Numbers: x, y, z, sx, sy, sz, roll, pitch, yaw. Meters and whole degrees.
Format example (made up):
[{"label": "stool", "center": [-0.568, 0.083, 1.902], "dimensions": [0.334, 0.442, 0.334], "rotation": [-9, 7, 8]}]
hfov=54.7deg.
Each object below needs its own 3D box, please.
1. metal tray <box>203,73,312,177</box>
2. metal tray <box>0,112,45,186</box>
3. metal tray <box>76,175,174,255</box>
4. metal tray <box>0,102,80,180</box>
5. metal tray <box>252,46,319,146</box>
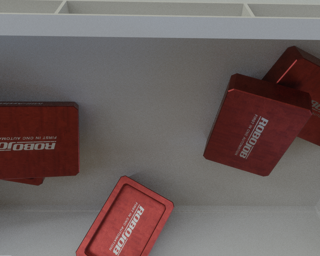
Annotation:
[{"label": "metal tray", "center": [0.113, 0.002, 0.381], "dimensions": [0.090, 0.030, 0.129], "rotation": [17, 139, 5]}, {"label": "metal tray", "center": [-0.213, 0.021, 0.405], "dimensions": [0.131, 0.030, 0.089], "rotation": [12, 113, -11]}, {"label": "metal tray", "center": [-0.048, 0.147, 0.453], "dimensions": [0.090, 0.130, 0.030], "rotation": [29, 165, 7]}, {"label": "metal tray", "center": [-0.166, 0.014, 0.377], "dimensions": [0.131, 0.030, 0.089], "rotation": [-1, 105, -14]}, {"label": "metal tray", "center": [0.185, -0.033, 0.380], "dimensions": [0.131, 0.030, 0.089], "rotation": [20, 127, -17]}]
